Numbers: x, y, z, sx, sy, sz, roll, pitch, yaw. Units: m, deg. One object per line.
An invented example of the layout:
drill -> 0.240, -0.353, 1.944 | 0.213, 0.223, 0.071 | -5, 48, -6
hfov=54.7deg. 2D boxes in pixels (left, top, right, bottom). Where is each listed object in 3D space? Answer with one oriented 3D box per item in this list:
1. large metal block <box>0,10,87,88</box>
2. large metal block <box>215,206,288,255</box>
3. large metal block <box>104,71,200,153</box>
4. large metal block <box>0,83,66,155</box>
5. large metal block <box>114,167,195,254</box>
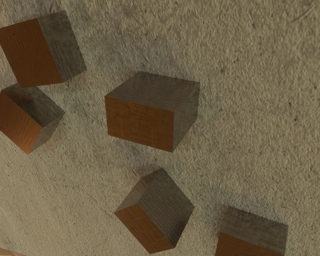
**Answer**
large metal block -> -0.156, -0.102, 0.410 | 0.080, 0.050, 0.080 | -2, 118, 29
large metal block -> 0.123, 0.166, 0.428 | 0.080, 0.050, 0.079 | 15, 125, 19
large metal block -> -0.006, -0.023, 0.360 | 0.080, 0.080, 0.050 | 14, 124, 20
large metal block -> -0.210, -0.017, 0.491 | 0.080, 0.050, 0.080 | 43, 129, -2
large metal block -> -0.005, 0.118, 0.447 | 0.050, 0.080, 0.080 | -32, 101, 38
